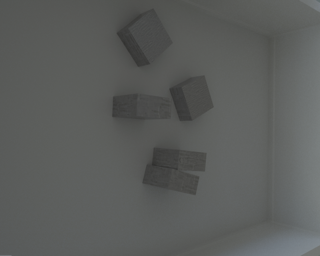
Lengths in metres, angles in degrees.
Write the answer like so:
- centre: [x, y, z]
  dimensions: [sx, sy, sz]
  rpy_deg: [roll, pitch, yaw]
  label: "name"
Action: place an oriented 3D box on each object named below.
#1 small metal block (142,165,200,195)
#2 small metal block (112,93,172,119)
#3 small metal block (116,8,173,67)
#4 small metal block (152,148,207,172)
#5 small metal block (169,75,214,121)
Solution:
- centre: [0.014, 0.068, 0.405]
  dimensions: [0.050, 0.050, 0.025]
  rpy_deg: [21, 77, -38]
  label: "small metal block"
- centre: [-0.022, -0.025, 0.374]
  dimensions: [0.050, 0.050, 0.025]
  rpy_deg: [4, 88, -40]
  label: "small metal block"
- centre: [-0.018, -0.114, 0.393]
  dimensions: [0.050, 0.025, 0.050]
  rpy_deg: [-49, 119, -29]
  label: "small metal block"
- centre: [0.026, 0.042, 0.414]
  dimensions: [0.050, 0.050, 0.025]
  rpy_deg: [10, 84, -40]
  label: "small metal block"
- centre: [0.047, -0.043, 0.448]
  dimensions: [0.050, 0.025, 0.050]
  rpy_deg: [-31, 110, -36]
  label: "small metal block"
